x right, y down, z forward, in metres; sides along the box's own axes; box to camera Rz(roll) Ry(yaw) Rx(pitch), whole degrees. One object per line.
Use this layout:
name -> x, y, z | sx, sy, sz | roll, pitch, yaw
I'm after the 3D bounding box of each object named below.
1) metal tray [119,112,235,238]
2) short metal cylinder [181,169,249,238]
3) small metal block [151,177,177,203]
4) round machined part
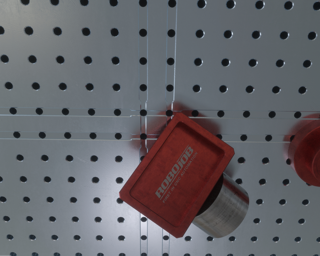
metal tray -> 0.021, 0.057, 0.388 | 0.090, 0.030, 0.130 | 35, 75, 1
short metal cylinder -> 0.072, 0.100, 0.420 | 0.050, 0.080, 0.080 | 40, 105, -17
small metal block -> 0.000, 0.082, 0.430 | 0.050, 0.050, 0.025 | 40, 105, -14
round machined part -> 0.232, 0.039, 0.421 | 0.099, 0.042, 0.097 | 0, 110, 0
